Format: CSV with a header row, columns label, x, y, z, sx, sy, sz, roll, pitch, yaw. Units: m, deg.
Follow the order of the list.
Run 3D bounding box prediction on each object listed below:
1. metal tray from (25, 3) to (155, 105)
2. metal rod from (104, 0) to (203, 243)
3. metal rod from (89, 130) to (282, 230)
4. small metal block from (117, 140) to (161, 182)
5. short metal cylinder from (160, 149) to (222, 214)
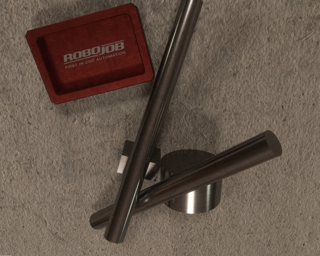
label,x,y,z,sx,sy,sz,roll,pitch,yaw
metal tray,-0.080,-0.088,0.373,0.131,0.030,0.089,-14,110,4
metal rod,-0.009,-0.007,0.367,0.025,0.025,0.298,18,94,-7
metal rod,0.003,0.076,0.368,0.025,0.025,0.299,44,131,-15
small metal block,-0.027,0.042,0.412,0.050,0.050,0.025,15,109,-6
short metal cylinder,0.041,0.067,0.406,0.081,0.080,0.050,0,110,-1
